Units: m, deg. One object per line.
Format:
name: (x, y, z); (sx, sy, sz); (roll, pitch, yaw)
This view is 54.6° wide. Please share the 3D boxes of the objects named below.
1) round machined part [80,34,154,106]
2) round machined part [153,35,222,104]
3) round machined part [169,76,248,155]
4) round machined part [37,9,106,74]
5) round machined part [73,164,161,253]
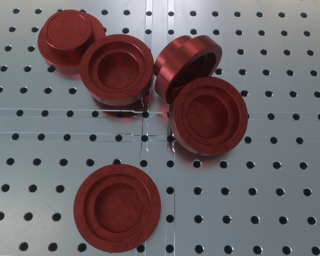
round machined part: (-0.056, -0.076, 0.428); (0.098, 0.042, 0.098); (-1, 74, 2)
round machined part: (0.030, -0.080, 0.403); (0.098, 0.098, 0.042); (-38, 71, -13)
round machined part: (0.058, -0.013, 0.398); (0.099, 0.042, 0.098); (2, 82, -14)
round machined part: (-0.129, -0.131, 0.450); (0.099, 0.042, 0.098); (0, 70, 0)
round machined part: (-0.048, 0.095, 0.368); (0.099, 0.042, 0.098); (0, 70, 0)
